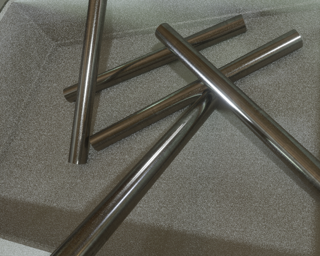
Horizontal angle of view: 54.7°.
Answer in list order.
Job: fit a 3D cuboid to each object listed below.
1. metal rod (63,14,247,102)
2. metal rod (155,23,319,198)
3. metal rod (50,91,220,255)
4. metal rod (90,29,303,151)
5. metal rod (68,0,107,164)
[{"bbox_3d":[-0.018,-0.101,0.477,0.301,0.025,0.025,-19,54,17],"label":"metal rod"},{"bbox_3d":[0.084,-0.036,0.359,0.025,0.025,0.300,-39,59,2],"label":"metal rod"},{"bbox_3d":[-0.013,0.043,0.295,0.025,0.025,0.302,9,37,32],"label":"metal rod"},{"bbox_3d":[0.039,-0.045,0.412,0.300,0.025,0.025,-27,53,11],"label":"metal rod"},{"bbox_3d":[-0.098,-0.099,0.436,0.025,0.025,0.298,9,92,32],"label":"metal rod"}]
